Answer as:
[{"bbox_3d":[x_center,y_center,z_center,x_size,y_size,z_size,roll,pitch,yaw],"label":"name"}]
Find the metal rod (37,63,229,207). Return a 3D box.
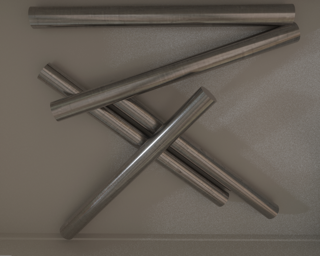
[{"bbox_3d":[-0.026,0.016,0.416,0.301,0.025,0.025,37,106,-13],"label":"metal rod"}]

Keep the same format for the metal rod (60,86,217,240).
[{"bbox_3d":[-0.042,0.059,0.410,0.025,0.025,0.299,39,113,-14],"label":"metal rod"}]

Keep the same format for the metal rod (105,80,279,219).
[{"bbox_3d":[0.049,0.037,0.425,0.301,0.025,0.025,37,106,-13],"label":"metal rod"}]

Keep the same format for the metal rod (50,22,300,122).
[{"bbox_3d":[0.018,-0.067,0.369,0.302,0.025,0.025,-19,109,0],"label":"metal rod"}]

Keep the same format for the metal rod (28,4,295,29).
[{"bbox_3d":[0.003,-0.131,0.362,0.302,0.025,0.025,-1,110,-1],"label":"metal rod"}]
